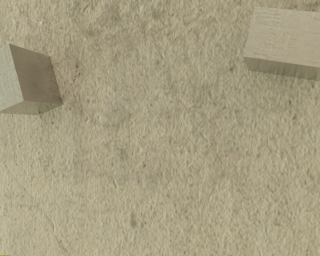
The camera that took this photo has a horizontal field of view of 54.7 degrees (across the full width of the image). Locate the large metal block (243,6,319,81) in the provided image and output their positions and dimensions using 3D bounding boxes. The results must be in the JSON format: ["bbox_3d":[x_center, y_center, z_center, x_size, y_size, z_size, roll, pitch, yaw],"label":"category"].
[{"bbox_3d":[0.138,-0.087,0.331,0.080,0.080,0.050,13,95,19],"label":"large metal block"}]

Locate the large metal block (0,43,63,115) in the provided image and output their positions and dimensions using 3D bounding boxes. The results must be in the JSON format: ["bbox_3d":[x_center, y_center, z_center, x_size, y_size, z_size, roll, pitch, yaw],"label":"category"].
[{"bbox_3d":[-0.195,-0.065,0.447,0.050,0.080,0.080,-19,84,19],"label":"large metal block"}]
